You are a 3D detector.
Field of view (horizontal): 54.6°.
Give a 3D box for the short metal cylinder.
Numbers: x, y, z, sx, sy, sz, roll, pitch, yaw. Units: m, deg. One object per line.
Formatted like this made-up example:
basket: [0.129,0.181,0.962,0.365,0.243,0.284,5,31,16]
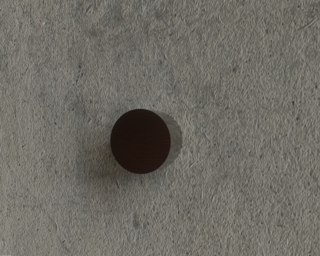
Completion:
short metal cylinder: [-0.016,0.016,0.402,0.080,0.050,0.080,0,90,20]
